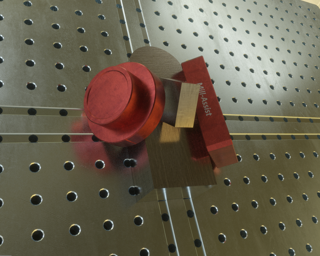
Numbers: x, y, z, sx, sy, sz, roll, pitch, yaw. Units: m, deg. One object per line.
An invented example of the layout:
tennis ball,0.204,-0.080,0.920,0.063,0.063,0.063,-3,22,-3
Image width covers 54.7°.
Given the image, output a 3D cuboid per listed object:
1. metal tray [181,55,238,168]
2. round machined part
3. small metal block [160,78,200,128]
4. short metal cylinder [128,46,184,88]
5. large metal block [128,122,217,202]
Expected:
metal tray,0.067,-0.020,0.416,0.030,0.090,0.130,-19,64,11
round machined part,-0.047,-0.031,0.350,0.042,0.098,0.098,29,43,-55
small metal block,0.019,-0.031,0.366,0.025,0.050,0.050,2,103,-31
short metal cylinder,-0.012,-0.064,0.423,0.081,0.050,0.080,14,56,-21
large metal block,0.012,0.040,0.373,0.081,0.050,0.080,2,61,-27
